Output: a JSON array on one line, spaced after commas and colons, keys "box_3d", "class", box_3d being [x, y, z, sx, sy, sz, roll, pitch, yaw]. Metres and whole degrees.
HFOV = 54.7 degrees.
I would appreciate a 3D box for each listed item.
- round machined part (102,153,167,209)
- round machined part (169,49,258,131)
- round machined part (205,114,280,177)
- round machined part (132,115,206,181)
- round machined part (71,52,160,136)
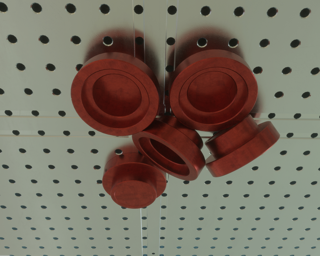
[{"box_3d": [-0.039, 0.087, 0.474, 0.099, 0.042, 0.097, -1, 130, 0], "class": "round machined part"}, {"box_3d": [0.059, -0.046, 0.361, 0.099, 0.042, 0.097, -1, 128, -1], "class": "round machined part"}, {"box_3d": [0.097, 0.018, 0.393, 0.098, 0.098, 0.042, -35, 87, 26], "class": "round machined part"}, {"box_3d": [0.016, 0.021, 0.398, 0.098, 0.042, 0.098, 30, 156, 15], "class": "round machined part"}, {"box_3d": [-0.048, -0.042, 0.359, 0.099, 0.042, 0.097, 2, 125, 4], "class": "round machined part"}]
